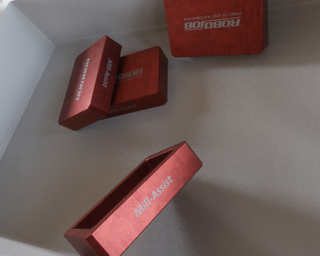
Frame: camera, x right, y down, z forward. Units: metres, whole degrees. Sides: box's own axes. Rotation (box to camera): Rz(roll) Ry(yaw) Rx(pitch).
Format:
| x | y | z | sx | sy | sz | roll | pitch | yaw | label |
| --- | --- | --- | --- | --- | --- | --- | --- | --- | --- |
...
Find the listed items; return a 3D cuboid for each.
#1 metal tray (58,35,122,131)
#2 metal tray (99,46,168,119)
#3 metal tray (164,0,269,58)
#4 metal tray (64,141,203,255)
| x | y | z | sx | sy | sz | roll | pitch | yaw | label |
| --- | --- | --- | --- | --- | --- | --- | --- | --- | --- |
| -0.106 | -0.068 | 0.474 | 0.090 | 0.030 | 0.130 | -20 | 54 | 42 | metal tray |
| -0.054 | -0.066 | 0.470 | 0.130 | 0.030 | 0.090 | -12 | 57 | 21 | metal tray |
| 0.073 | -0.144 | 0.412 | 0.130 | 0.089 | 0.030 | 5 | 28 | 30 | metal tray |
| -0.026 | 0.071 | 0.309 | 0.131 | 0.030 | 0.090 | -41 | 6 | -32 | metal tray |
